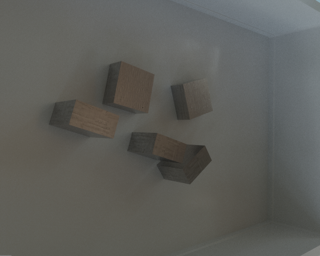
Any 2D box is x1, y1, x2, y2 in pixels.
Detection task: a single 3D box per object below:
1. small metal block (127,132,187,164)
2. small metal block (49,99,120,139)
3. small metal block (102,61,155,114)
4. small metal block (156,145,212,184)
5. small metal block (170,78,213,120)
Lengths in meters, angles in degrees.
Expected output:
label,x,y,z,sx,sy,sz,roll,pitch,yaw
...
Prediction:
label,x,y,z,sx,sy,sz,roll,pitch,yaw
small metal block,-0.004,0.025,0.389,0.050,0.050,0.025,22,76,-38
small metal block,-0.080,-0.008,0.325,0.050,0.050,0.025,21,77,-38
small metal block,-0.038,-0.048,0.377,0.050,0.025,0.050,15,80,-39
small metal block,0.033,0.047,0.420,0.050,0.050,0.025,-41,115,-33
small metal block,0.047,-0.042,0.448,0.050,0.025,0.050,-21,104,-38
